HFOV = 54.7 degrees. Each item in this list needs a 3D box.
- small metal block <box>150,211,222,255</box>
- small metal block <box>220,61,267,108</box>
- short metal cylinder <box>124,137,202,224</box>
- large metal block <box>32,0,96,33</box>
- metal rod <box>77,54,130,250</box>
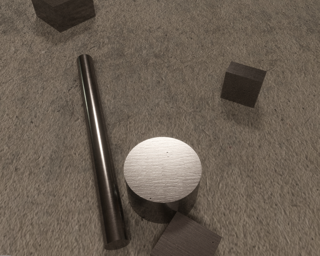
[{"bbox_3d":[0.025,0.119,0.303,0.050,0.025,0.050,26,55,20],"label":"small metal block"},{"bbox_3d":[0.117,-0.061,0.440,0.050,0.050,0.025,20,53,16],"label":"small metal block"},{"bbox_3d":[0.003,0.057,0.340,0.081,0.050,0.080,0,50,0],"label":"short metal cylinder"},{"bbox_3d":[-0.181,-0.232,0.580,0.080,0.050,0.080,37,59,26],"label":"large metal block"},{"bbox_3d":[-0.081,0.004,0.398,0.025,0.025,0.300,-11,51,-10],"label":"metal rod"}]
